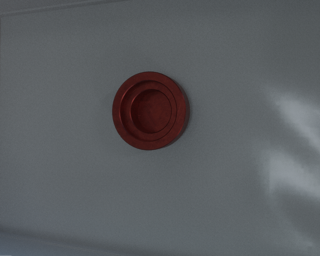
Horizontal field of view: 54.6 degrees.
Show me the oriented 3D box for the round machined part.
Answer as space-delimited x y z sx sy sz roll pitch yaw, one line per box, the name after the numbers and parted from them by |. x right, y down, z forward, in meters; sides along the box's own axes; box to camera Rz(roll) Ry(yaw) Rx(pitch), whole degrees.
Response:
-0.009 -0.021 0.402 0.098 0.042 0.097 0 90 20 | round machined part
